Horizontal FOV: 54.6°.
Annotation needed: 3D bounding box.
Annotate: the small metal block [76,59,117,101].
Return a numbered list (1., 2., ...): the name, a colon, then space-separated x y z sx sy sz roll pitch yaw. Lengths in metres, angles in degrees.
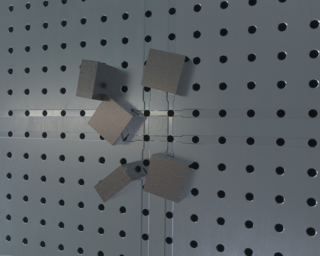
1. small metal block: -0.088 -0.065 0.431 0.025 0.050 0.050 12 94 20

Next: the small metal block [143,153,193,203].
1. small metal block: 0.011 0.065 0.409 0.050 0.025 0.050 16 95 19

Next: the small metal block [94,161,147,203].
1. small metal block: -0.052 0.071 0.418 0.050 0.050 0.025 -39 78 16

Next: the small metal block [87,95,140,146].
1. small metal block: -0.065 -0.011 0.436 0.050 0.025 0.050 39 102 15

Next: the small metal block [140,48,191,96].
1. small metal block: 0.008 -0.074 0.410 0.050 0.025 0.050 17 96 19
